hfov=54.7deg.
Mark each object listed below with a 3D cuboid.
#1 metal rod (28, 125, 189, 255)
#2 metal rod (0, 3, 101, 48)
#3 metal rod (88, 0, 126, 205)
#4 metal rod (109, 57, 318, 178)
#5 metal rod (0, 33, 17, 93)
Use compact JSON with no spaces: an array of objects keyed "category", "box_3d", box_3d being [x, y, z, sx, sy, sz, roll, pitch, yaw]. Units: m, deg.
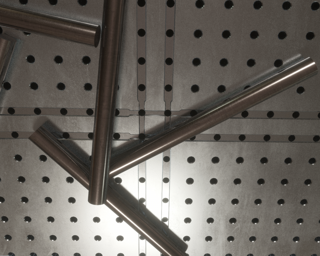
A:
[{"category":"metal rod","box_3d":[-0.065,0.108,0.452,0.025,0.025,0.300,-41,106,13]},{"category":"metal rod","box_3d":[-0.217,-0.136,0.347,0.302,0.025,0.025,13,110,0]},{"category":"metal rod","box_3d":[-0.066,-0.044,0.382,0.025,0.025,0.298,7,105,-3]},{"category":"metal rod","box_3d":[0.059,-0.010,0.410,0.301,0.025,0.025,-27,108,9]},{"category":"metal rod","box_3d":[-0.251,0.017,0.415,0.025,0.025,0.298,25,108,-9]}]
